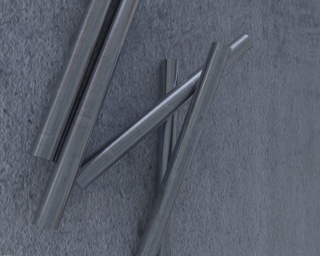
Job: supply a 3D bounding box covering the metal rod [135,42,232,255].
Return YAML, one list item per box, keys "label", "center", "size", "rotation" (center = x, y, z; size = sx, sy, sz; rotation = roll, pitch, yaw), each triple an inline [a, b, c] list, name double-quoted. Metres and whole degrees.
- label: "metal rod"
  center: [0.025, 0.040, 0.382]
  size: [0.025, 0.025, 0.299]
  rotation: [19, 91, -39]

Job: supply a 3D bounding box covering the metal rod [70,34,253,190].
- label: "metal rod"
  center: [0.016, -0.033, 0.387]
  size: [0.301, 0.025, 0.025]
  rotation: [-40, 115, -22]

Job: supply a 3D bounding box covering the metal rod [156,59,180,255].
- label: "metal rod"
  center: [0.008, 0.059, 0.411]
  size: [0.025, 0.025, 0.298]
  rotation: [4, 87, -40]

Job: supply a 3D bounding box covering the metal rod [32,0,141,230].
- label: "metal rod"
  center: [-0.069, -0.044, 0.337]
  size: [0.025, 0.025, 0.299]
  rotation: [29, 69, -36]

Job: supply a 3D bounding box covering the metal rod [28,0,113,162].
- label: "metal rod"
  center: [-0.076, -0.110, 0.340]
  size: [0.025, 0.025, 0.299]
  rotation: [26, 74, -37]
